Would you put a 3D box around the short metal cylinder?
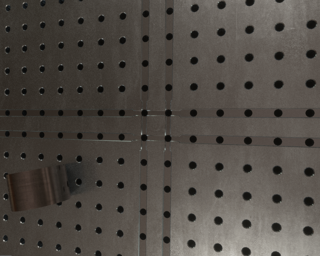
[{"bbox_3d":[-0.172,0.084,0.442,0.080,0.080,0.050,-12,86,19],"label":"short metal cylinder"}]
